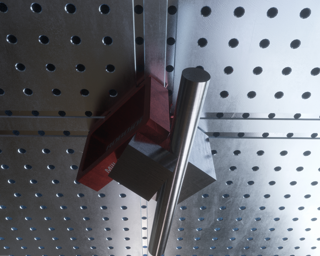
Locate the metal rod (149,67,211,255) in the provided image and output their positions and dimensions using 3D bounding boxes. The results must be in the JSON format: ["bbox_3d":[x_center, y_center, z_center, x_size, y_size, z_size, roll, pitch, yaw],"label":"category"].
[{"bbox_3d":[0.013,0.066,0.363,0.025,0.025,0.298,5,130,-5],"label":"metal rod"}]

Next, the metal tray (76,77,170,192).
[{"bbox_3d":[-0.045,0.008,0.375,0.030,0.090,0.130,36,121,-27],"label":"metal tray"}]

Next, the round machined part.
[{"bbox_3d":[-0.022,0.027,0.392,0.042,0.098,0.098,35,122,-26],"label":"round machined part"}]

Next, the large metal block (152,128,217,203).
[{"bbox_3d":[0.022,0.047,0.412,0.050,0.080,0.080,36,121,-27],"label":"large metal block"}]

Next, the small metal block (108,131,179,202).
[{"bbox_3d":[-0.017,0.040,0.317,0.050,0.025,0.050,33,123,-3],"label":"small metal block"}]
